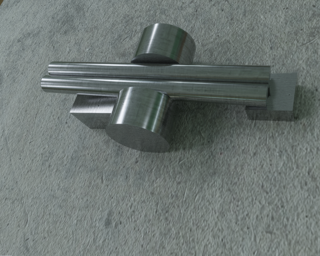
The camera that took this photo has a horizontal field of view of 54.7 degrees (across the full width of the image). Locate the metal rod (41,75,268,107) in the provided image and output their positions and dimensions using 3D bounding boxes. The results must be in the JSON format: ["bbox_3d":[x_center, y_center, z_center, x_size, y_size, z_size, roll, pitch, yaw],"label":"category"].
[{"bbox_3d":[-0.023,-0.049,0.390,0.301,0.025,0.025,6,64,22],"label":"metal rod"}]

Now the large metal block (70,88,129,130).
[{"bbox_3d":[-0.072,-0.044,0.454,0.080,0.050,0.080,2,63,29],"label":"large metal block"}]

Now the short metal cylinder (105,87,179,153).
[{"bbox_3d":[-0.021,-0.008,0.386,0.080,0.080,0.050,2,63,29],"label":"short metal cylinder"}]

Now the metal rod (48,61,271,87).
[{"bbox_3d":[-0.017,-0.071,0.400,0.301,0.025,0.025,6,64,22],"label":"metal rod"}]

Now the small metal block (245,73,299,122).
[{"bbox_3d":[0.131,-0.035,0.359,0.050,0.025,0.050,3,63,30],"label":"small metal block"}]

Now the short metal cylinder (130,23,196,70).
[{"bbox_3d":[0.005,-0.096,0.426,0.080,0.080,0.050,2,63,29],"label":"short metal cylinder"}]
